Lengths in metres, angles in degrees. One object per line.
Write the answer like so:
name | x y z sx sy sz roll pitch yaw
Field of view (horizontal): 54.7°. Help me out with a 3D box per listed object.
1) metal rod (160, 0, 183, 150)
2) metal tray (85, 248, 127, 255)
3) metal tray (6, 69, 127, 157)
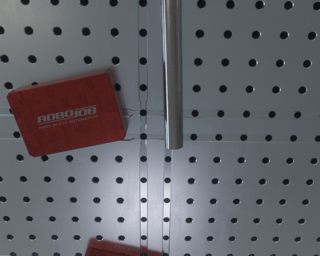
metal rod | 0.014 -0.115 0.370 0.025 0.025 0.298 -2 110 0
metal tray | -0.065 0.252 0.502 0.131 0.030 0.089 14 109 -6
metal tray | -0.116 -0.019 0.403 0.131 0.030 0.089 -11 110 4
